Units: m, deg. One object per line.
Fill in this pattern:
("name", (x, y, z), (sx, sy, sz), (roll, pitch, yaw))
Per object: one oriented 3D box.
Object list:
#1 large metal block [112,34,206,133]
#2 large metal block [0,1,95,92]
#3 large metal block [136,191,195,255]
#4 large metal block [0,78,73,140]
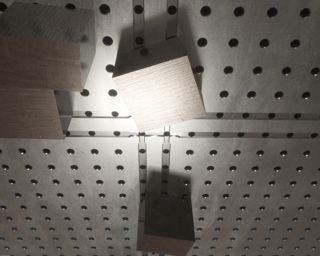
("large metal block", (0.001, -0.049, 0.354), (0.080, 0.050, 0.080), (-15, 129, 12))
("large metal block", (-0.111, -0.082, 0.304), (0.081, 0.080, 0.050), (4, 130, -4))
("large metal block", (0.008, 0.157, 0.510), (0.081, 0.080, 0.050), (12, 129, -11))
("large metal block", (-0.154, -0.033, 0.365), (0.081, 0.050, 0.079), (1, 130, -2))
